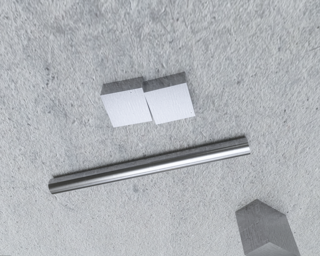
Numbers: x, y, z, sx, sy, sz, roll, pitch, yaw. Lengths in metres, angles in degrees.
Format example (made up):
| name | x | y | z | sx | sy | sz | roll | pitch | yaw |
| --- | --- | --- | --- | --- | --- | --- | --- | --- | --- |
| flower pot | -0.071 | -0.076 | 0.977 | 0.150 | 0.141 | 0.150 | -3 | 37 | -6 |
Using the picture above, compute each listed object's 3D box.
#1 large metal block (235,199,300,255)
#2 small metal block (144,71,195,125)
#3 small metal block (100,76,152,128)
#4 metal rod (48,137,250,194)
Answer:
| name | x | y | z | sx | sy | sz | roll | pitch | yaw |
| --- | --- | --- | --- | --- | --- | --- | --- | --- | --- |
| large metal block | 0.182 | 0.180 | 0.528 | 0.080 | 0.080 | 0.050 | 31 | 123 | -24 |
| small metal block | 0.012 | -0.036 | 0.377 | 0.050 | 0.025 | 0.050 | -12 | 129 | 10 |
| small metal block | -0.039 | -0.031 | 0.380 | 0.050 | 0.025 | 0.050 | -10 | 130 | 8 |
| metal rod | -0.022 | 0.058 | 0.456 | 0.301 | 0.025 | 0.025 | -13 | 129 | 10 |
